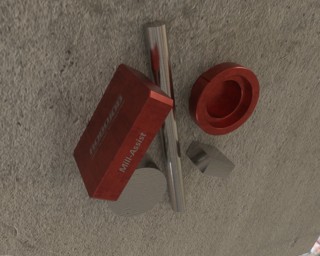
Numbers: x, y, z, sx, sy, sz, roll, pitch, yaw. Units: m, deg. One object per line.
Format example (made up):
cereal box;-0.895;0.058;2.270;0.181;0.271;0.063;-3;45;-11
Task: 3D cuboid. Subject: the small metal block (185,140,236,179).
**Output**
small metal block;0.074;0.047;0.460;0.050;0.050;0.025;18;109;-36

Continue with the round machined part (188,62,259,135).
round machined part;0.081;-0.042;0.417;0.099;0.042;0.097;-14;125;-21

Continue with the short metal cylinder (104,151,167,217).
short metal cylinder;-0.038;0.072;0.417;0.081;0.050;0.079;-14;125;-21

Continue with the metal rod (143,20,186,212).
metal rod;0.013;0.007;0.422;0.025;0.025;0.298;-21;127;-17

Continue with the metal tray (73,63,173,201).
metal tray;-0.047;0.003;0.344;0.030;0.090;0.129;20;108;-36
